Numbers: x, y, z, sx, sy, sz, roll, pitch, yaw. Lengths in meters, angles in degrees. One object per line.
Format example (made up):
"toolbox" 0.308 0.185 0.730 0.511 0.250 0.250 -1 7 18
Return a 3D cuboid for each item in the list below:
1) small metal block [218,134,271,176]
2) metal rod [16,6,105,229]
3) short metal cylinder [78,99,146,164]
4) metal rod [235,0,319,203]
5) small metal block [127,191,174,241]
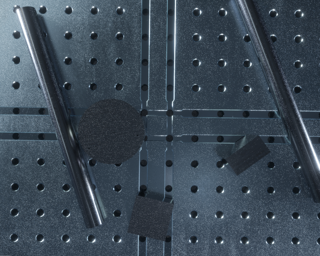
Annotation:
"small metal block" 0.107 0.033 0.402 0.050 0.050 0.025 -36 90 0
"metal rod" -0.132 -0.014 0.412 0.025 0.025 0.298 -18 90 0
"short metal cylinder" -0.059 0.004 0.400 0.081 0.050 0.080 0 90 0
"metal rod" 0.164 -0.044 0.414 0.025 0.025 0.299 -21 90 0
"small metal block" -0.012 0.117 0.413 0.050 0.025 0.050 14 90 0
